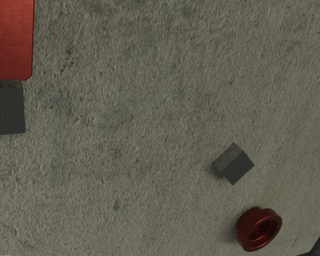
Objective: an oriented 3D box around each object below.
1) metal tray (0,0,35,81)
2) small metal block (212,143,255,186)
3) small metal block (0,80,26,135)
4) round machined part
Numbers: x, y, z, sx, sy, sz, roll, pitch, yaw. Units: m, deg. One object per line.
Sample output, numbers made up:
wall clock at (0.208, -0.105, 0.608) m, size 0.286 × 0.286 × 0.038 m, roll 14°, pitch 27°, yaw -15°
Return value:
metal tray at (-0.146, -0.105, 0.237) m, size 0.091 × 0.030 × 0.129 m, roll 0°, pitch 103°, yaw -29°
small metal block at (0.122, 0.060, 0.513) m, size 0.050 × 0.025 × 0.050 m, roll -43°, pitch 130°, yaw 1°
small metal block at (-0.162, -0.020, 0.306) m, size 0.050 × 0.025 × 0.050 m, roll -5°, pitch 121°, yaw -26°
round machined part at (0.195, 0.201, 0.630) m, size 0.099 × 0.042 × 0.097 m, roll -14°, pitch 125°, yaw -21°
